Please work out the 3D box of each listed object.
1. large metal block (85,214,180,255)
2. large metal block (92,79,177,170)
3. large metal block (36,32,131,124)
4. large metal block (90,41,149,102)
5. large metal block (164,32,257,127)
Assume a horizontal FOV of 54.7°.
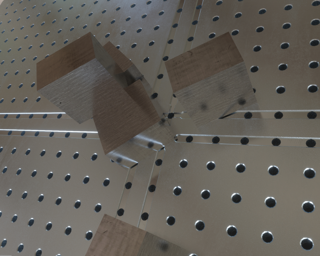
[{"bbox_3d":[-0.031,0.140,0.303,0.050,0.080,0.080,11,67,32],"label":"large metal block"},{"bbox_3d":[-0.036,-0.005,0.413,0.080,0.050,0.080,-32,52,7],"label":"large metal block"},{"bbox_3d":[-0.096,-0.060,0.394,0.080,0.080,0.050,-27,53,11],"label":"large metal block"},{"bbox_3d":[-0.078,-0.075,0.477,0.080,0.050,0.080,-42,51,-1],"label":"large metal block"},{"bbox_3d":[0.062,-0.054,0.373,0.080,0.080,0.050,-23,54,14],"label":"large metal block"}]
